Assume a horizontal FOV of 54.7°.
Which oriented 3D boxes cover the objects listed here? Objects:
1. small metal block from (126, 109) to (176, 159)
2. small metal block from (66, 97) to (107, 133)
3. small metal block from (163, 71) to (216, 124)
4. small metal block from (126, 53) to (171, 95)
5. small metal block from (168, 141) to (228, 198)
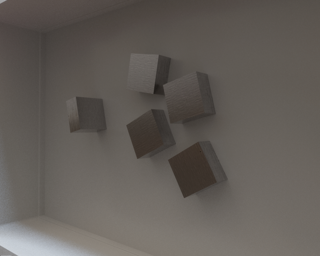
[{"bbox_3d":[-0.013,0.009,0.415,0.050,0.025,0.050,-31,71,35],"label":"small metal block"},{"bbox_3d":[-0.114,-0.020,0.482,0.025,0.050,0.050,-16,80,39],"label":"small metal block"},{"bbox_3d":[0.035,-0.035,0.376,0.050,0.025,0.050,-17,79,38],"label":"small metal block"},{"bbox_3d":[-0.016,-0.073,0.418,0.050,0.025,0.050,13,99,39],"label":"small metal block"},{"bbox_3d":[0.044,0.049,0.369,0.050,0.025,0.050,-35,69,34],"label":"small metal block"}]
